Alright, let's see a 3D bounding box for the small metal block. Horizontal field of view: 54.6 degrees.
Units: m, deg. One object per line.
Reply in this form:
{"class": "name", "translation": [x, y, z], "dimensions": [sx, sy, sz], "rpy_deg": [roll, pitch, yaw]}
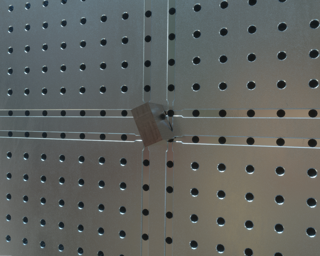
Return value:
{"class": "small metal block", "translation": [-0.008, -0.004, 0.402], "dimensions": [0.025, 0.050, 0.050], "rpy_deg": [-24, 83, 18]}
